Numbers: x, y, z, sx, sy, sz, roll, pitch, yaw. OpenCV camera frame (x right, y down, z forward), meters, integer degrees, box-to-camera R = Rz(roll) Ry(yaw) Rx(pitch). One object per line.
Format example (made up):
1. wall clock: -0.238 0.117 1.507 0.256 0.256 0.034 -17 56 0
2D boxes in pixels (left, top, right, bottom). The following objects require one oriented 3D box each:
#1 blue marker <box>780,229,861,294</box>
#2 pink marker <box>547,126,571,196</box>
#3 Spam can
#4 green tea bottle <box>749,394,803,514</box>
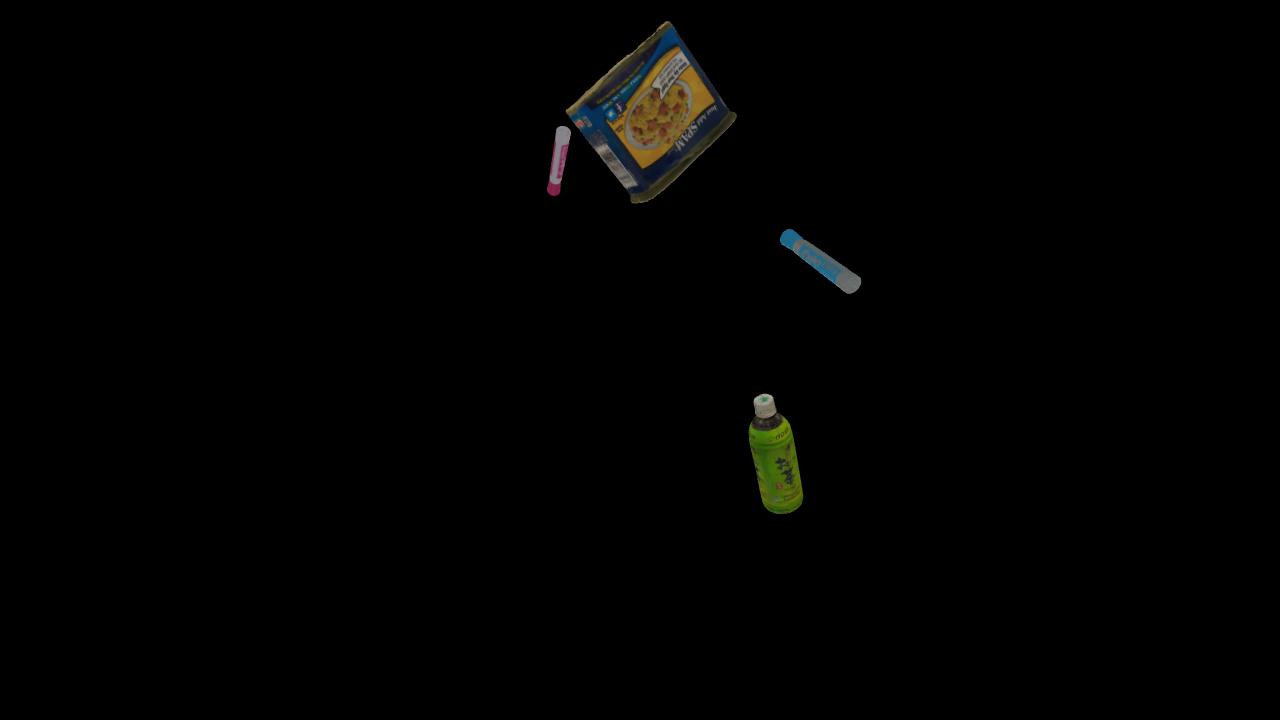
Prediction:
1. blue marker: 0.177 -0.102 0.617 0.020 0.020 0.121 0 33 -24
2. pink marker: -0.110 -0.262 0.822 0.020 0.020 0.121 0 -24 -15
3. Spam can: 0.008 -0.184 0.463 0.085 0.101 0.058 48 -11 -23
4. green tea bottle: 0.215 0.148 0.987 0.073 0.212 0.073 -14 26 7
